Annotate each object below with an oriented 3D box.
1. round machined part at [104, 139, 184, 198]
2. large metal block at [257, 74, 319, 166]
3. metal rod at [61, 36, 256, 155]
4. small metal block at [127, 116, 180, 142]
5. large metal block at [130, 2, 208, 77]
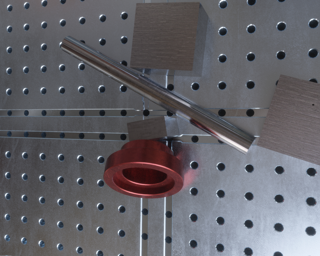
[{"bbox_3d":[-0.018,0.050,0.391,0.098,0.098,0.042,-10,52,19],"label":"round machined part"},{"bbox_3d":[0.161,-0.007,0.342,0.080,0.050,0.080,19,96,19],"label":"large metal block"},{"bbox_3d":[-0.014,-0.052,0.417,0.300,0.025,0.025,31,100,17],"label":"metal rod"},{"bbox_3d":[-0.008,0.003,0.401,0.050,0.050,0.025,-10,84,19],"label":"small metal block"},{"bbox_3d":[0.013,-0.111,0.395,0.080,0.050,0.079,7,92,19],"label":"large metal block"}]
